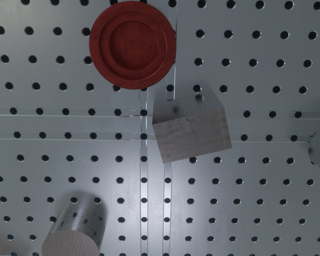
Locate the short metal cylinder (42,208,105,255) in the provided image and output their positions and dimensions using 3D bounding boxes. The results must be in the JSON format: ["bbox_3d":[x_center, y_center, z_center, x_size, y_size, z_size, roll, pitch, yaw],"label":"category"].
[{"bbox_3d":[-0.127,0.168,0.461,0.081,0.050,0.079,0,110,0],"label":"short metal cylinder"}]

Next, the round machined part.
[{"bbox_3d":[-0.030,-0.098,0.368,0.099,0.042,0.097,0,110,0],"label":"round machined part"}]

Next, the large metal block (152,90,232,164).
[{"bbox_3d":[0.037,-0.004,0.383,0.080,0.080,0.050,-13,110,5],"label":"large metal block"}]

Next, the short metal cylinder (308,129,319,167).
[{"bbox_3d":[0.242,0.028,0.397,0.050,0.080,0.080,36,106,-12],"label":"short metal cylinder"}]
